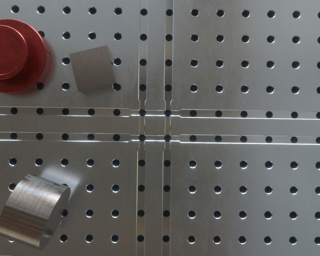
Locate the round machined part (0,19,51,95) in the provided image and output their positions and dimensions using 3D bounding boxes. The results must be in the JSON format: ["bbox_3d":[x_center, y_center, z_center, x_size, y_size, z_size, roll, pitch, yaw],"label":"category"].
[{"bbox_3d":[-0.198,-0.094,0.402,0.099,0.042,0.097,0,90,-1],"label":"round machined part"}]

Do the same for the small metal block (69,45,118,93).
[{"bbox_3d":[-0.087,-0.077,0.412,0.050,0.025,0.050,-14,90,-1],"label":"small metal block"}]

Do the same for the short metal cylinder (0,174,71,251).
[{"bbox_3d":[-0.153,0.103,0.384,0.050,0.080,0.080,21,90,-1],"label":"short metal cylinder"}]
